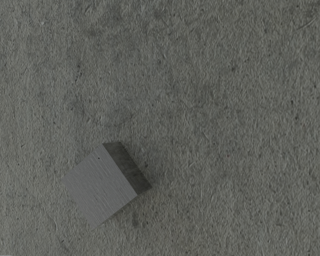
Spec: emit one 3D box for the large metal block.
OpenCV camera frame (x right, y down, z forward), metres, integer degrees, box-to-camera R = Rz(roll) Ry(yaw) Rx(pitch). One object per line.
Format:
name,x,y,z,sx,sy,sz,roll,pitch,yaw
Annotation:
large metal block,-0.072,0.076,0.421,0.080,0.050,0.080,-40,78,15
